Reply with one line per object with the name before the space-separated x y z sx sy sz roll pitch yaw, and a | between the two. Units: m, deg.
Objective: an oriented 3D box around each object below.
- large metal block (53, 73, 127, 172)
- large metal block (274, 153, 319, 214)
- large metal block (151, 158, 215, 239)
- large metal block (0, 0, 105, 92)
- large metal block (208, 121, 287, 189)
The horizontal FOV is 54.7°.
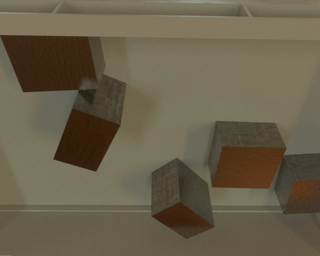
large metal block | -0.081 -0.010 0.364 0.050 0.080 0.079 20 127 -17
large metal block | 0.227 0.084 0.468 0.080 0.050 0.079 -3 130 2
large metal block | 0.033 0.105 0.463 0.050 0.080 0.080 -33 123 25
large metal block | -0.106 -0.085 0.318 0.081 0.050 0.079 -2 130 1
large metal block | 0.115 0.038 0.427 0.081 0.050 0.079 2 130 -2
